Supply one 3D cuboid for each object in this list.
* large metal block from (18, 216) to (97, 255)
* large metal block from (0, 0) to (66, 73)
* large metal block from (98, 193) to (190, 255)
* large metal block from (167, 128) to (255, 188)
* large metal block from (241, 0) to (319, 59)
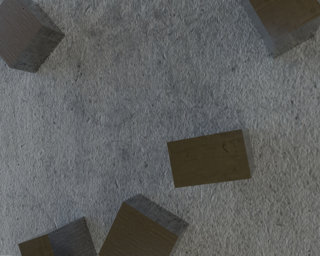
[{"bbox_3d":[-0.135,0.178,0.427,0.050,0.080,0.080,-24,82,18],"label":"large metal block"},{"bbox_3d":[-0.206,-0.143,0.469,0.080,0.050,0.080,-46,76,14],"label":"large metal block"},{"bbox_3d":[-0.020,0.145,0.403,0.080,0.050,0.080,28,99,17],"label":"large metal block"},{"bbox_3d":[0.063,0.032,0.358,0.080,0.080,0.050,-11,86,19],"label":"large metal block"},{"bbox_3d":[0.127,-0.130,0.335,0.050,0.080,0.080,-29,81,18],"label":"large metal block"}]
